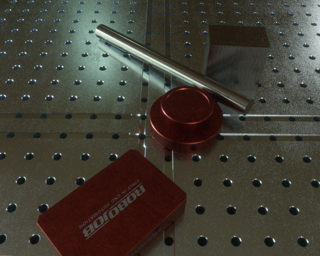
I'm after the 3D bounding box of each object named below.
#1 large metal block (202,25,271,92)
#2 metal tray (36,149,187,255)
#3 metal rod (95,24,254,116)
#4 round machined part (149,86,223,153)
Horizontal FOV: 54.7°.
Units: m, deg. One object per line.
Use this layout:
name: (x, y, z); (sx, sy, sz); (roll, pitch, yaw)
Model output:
large metal block: (0.108, -0.102, 0.459); (0.080, 0.080, 0.050); (3, 50, 2)
metal tray: (-0.047, 0.091, 0.328); (0.131, 0.030, 0.090); (-36, 59, -27)
metal rod: (0.007, -0.100, 0.483); (0.300, 0.025, 0.025); (33, 57, 27)
round machined part: (0.035, -0.018, 0.412); (0.099, 0.042, 0.098); (0, 50, 0)
